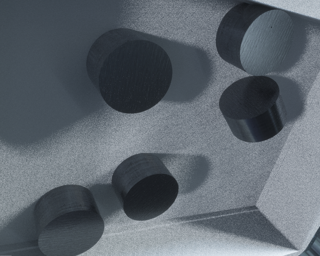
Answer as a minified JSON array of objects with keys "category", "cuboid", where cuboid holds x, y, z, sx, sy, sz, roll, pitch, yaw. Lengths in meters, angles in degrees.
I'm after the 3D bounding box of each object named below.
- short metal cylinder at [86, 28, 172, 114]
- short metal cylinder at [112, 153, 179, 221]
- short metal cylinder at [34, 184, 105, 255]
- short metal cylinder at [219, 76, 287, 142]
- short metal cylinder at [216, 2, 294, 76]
[{"category":"short metal cylinder","cuboid":[-0.034,-0.062,0.337,0.081,0.050,0.079,-14,125,-21]},{"category":"short metal cylinder","cuboid":[-0.021,0.082,0.433,0.081,0.050,0.079,-14,125,-21]},{"category":"short metal cylinder","cuboid":[-0.119,0.121,0.404,0.081,0.050,0.079,-14,125,-21]},{"category":"short metal cylinder","cuboid":[0.129,-0.027,0.429,0.080,0.080,0.050,-39,130,-3]},{"category":"short metal cylinder","cuboid":[0.118,-0.112,0.390,0.081,0.050,0.079,-14,125,-21]}]
